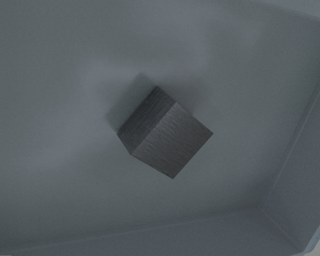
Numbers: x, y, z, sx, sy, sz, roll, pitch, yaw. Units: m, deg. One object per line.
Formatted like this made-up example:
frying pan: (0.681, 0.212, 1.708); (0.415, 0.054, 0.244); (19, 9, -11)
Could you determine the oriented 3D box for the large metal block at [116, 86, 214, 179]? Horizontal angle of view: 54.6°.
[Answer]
large metal block: (0.007, 0.007, 0.396); (0.080, 0.050, 0.080); (-49, 129, 6)
